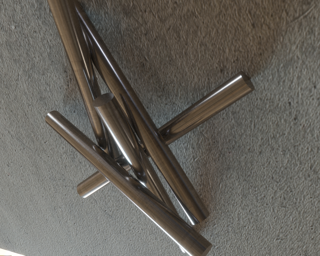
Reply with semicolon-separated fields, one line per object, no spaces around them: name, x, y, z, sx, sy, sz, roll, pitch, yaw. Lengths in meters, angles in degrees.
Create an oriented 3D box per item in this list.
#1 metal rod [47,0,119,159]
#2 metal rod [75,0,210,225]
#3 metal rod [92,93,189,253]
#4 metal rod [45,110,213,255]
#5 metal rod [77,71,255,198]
metal rod;-0.086;-0.038;0.392;0.025;0.025;0.298;11;134;22
metal rod;-0.030;-0.020;0.370;0.025;0.025;0.299;-33;88;38
metal rod;-0.009;0.080;0.417;0.025;0.025;0.299;-2;131;29
metal rod;-0.059;0.060;0.406;0.300;0.025;0.025;35;132;29
metal rod;-0.013;0.023;0.404;0.299;0.025;0.025;-35;99;31
